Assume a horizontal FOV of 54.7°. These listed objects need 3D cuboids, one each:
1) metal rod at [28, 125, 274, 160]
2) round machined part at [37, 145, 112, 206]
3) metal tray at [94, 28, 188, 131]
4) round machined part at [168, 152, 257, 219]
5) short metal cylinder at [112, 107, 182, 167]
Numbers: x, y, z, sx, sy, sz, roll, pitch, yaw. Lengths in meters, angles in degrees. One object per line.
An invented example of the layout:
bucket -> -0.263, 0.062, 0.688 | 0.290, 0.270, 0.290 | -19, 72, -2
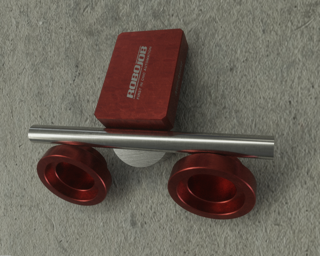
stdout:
metal rod -> -0.026, 0.014, 0.366 | 0.301, 0.025, 0.025 | 3, 91, 19
round machined part -> -0.111, 0.059, 0.422 | 0.098, 0.042, 0.097 | 9, 131, 11
metal tray -> -0.020, -0.062, 0.385 | 0.090, 0.030, 0.130 | 2, 65, 19
round machined part -> 0.061, 0.062, 0.360 | 0.098, 0.042, 0.097 | 10, 136, 11
short metal cylinder -> -0.017, 0.008, 0.402 | 0.080, 0.050, 0.079 | 0, 90, 19
